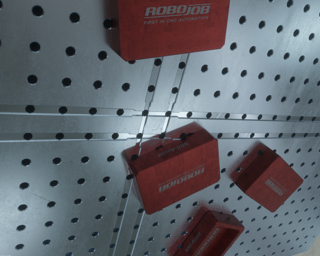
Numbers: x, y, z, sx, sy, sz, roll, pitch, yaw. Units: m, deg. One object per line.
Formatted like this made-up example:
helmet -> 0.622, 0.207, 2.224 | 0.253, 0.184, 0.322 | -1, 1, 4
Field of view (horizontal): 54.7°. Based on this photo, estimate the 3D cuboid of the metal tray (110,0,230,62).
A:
metal tray -> 0.013, -0.128, 0.338 | 0.131, 0.030, 0.089 | -13, 124, -22

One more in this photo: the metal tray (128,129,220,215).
metal tray -> 0.026, 0.066, 0.465 | 0.131, 0.030, 0.089 | -22, 127, -15

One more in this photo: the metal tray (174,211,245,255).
metal tray -> 0.094, 0.226, 0.601 | 0.090, 0.030, 0.129 | 24, 105, -37

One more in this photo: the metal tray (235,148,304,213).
metal tray -> 0.211, 0.103, 0.590 | 0.090, 0.030, 0.130 | -49, 129, 6
